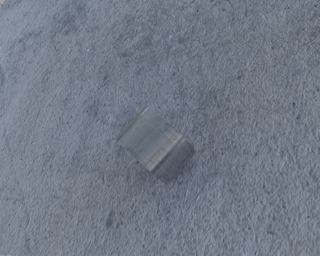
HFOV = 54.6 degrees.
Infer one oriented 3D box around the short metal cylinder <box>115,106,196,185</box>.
[{"bbox_3d":[-0.005,0.020,0.360,0.050,0.080,0.080,-48,51,-5],"label":"short metal cylinder"}]
